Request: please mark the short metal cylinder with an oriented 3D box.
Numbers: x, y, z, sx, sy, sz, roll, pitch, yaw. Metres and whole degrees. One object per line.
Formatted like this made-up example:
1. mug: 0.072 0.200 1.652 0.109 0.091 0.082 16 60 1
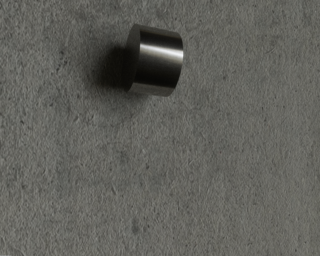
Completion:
1. short metal cylinder: -0.012 -0.080 0.375 0.050 0.080 0.080 6 88 -20
